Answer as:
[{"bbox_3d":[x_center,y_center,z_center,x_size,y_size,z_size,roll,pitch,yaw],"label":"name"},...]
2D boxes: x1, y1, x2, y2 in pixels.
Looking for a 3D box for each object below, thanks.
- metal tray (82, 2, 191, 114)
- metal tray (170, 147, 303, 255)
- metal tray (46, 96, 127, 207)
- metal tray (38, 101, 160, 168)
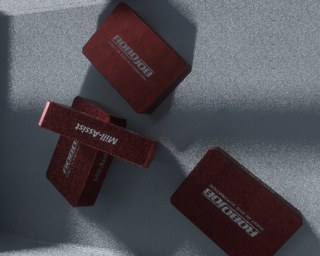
[{"bbox_3d":[-0.033,-0.093,0.420,0.090,0.030,0.130,-46,76,14],"label":"metal tray"},{"bbox_3d":[0.089,0.096,0.376,0.130,0.030,0.090,40,102,15],"label":"metal tray"},{"bbox_3d":[-0.105,0.031,0.427,0.090,0.030,0.129,29,100,40],"label":"metal tray"},{"bbox_3d":[-0.067,0.008,0.380,0.131,0.090,0.030,21,90,2],"label":"metal tray"}]
